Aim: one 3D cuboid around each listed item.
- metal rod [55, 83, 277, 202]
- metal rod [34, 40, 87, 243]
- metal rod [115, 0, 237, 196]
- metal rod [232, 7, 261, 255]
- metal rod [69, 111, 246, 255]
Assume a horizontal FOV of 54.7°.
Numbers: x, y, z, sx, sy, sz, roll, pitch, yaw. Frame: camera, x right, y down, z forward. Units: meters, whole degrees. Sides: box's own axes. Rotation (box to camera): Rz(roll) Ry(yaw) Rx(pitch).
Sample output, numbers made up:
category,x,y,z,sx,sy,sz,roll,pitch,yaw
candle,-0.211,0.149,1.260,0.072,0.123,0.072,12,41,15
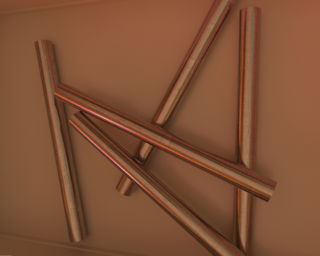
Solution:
category,x,y,z,sx,sy,sz,roll,pitch,yaw
metal rod,-0.007,0.010,0.384,0.301,0.025,0.025,25,98,18
metal rod,-0.148,0.016,0.460,0.025,0.025,0.298,-13,86,19
metal rod,0.020,-0.043,0.402,0.025,0.025,0.298,31,100,17
metal rod,0.104,0.008,0.373,0.025,0.025,0.298,2,91,19
metal rod,-0.002,0.079,0.382,0.300,0.025,0.025,39,102,15
